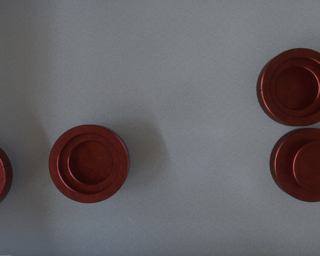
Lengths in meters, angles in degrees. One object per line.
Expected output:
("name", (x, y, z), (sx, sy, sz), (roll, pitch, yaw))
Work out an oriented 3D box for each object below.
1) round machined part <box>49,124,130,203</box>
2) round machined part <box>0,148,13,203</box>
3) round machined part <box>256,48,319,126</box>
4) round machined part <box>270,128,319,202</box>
("round machined part", (-0.088, 0.044, 0.402), (0.099, 0.042, 0.097), (0, 90, 0))
("round machined part", (-0.239, 0.061, 0.401), (0.099, 0.042, 0.097), (0, 90, 0))
("round machined part", (0.174, -0.051, 0.404), (0.099, 0.042, 0.097), (0, 90, 0))
("round machined part", (0.199, 0.049, 0.404), (0.099, 0.042, 0.097), (0, 90, 0))
